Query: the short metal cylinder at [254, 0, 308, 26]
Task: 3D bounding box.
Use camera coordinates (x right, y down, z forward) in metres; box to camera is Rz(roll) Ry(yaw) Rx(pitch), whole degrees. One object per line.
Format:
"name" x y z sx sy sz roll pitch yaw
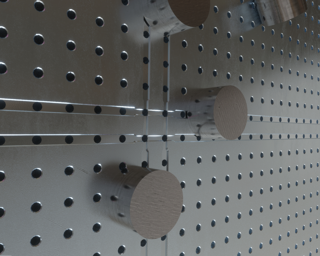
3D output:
"short metal cylinder" 0.217 -0.225 0.558 0.080 0.080 0.050 -41 115 -33

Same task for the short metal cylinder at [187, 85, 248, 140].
"short metal cylinder" 0.088 -0.022 0.469 0.081 0.050 0.079 0 90 -40

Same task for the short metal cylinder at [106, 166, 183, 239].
"short metal cylinder" -0.018 0.089 0.380 0.081 0.050 0.079 0 90 -40

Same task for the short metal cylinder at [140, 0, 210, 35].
"short metal cylinder" 0.021 -0.169 0.412 0.081 0.050 0.079 0 90 -40
